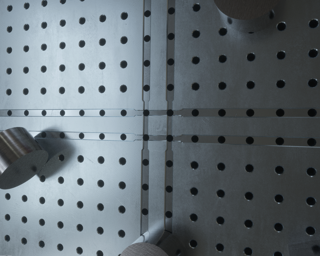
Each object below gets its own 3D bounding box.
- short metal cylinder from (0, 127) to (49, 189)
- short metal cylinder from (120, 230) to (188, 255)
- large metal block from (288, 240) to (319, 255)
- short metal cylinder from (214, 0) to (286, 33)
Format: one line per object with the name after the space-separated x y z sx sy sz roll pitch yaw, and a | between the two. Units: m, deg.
-0.216 0.045 0.459 0.050 0.080 0.080 44 104 14 | short metal cylinder
-0.008 0.180 0.402 0.080 0.050 0.079 0 90 19 | short metal cylinder
0.192 0.167 0.331 0.080 0.050 0.080 -18 84 19 | large metal block
0.105 -0.158 0.362 0.080 0.050 0.079 0 90 20 | short metal cylinder
